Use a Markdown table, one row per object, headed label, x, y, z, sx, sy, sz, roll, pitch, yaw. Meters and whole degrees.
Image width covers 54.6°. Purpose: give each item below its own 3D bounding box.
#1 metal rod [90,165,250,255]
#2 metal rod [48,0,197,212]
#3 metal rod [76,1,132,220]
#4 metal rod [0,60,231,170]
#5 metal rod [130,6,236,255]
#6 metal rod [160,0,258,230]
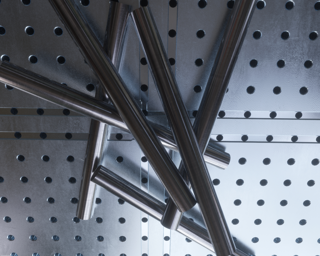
| label | x | y | z | sx | sy | sz | roll | pitch | yaw |
| --- | --- | --- | --- | --- | --- | --- | --- | --- | --- |
| metal rod | 0.033 | 0.142 | 0.453 | 0.301 | 0.025 | 0.025 | 35 | 106 | -17 |
| metal rod | -0.044 | -0.033 | 0.362 | 0.025 | 0.025 | 0.299 | -31 | 94 | 10 |
| metal rod | -0.078 | -0.008 | 0.409 | 0.025 | 0.025 | 0.298 | 12 | 110 | -5 |
| metal rod | -0.043 | -0.008 | 0.387 | 0.302 | 0.025 | 0.025 | 22 | 109 | -17 |
| metal rod | 0.027 | 0.004 | 0.364 | 0.025 | 0.025 | 0.299 | -20 | 90 | 7 |
| metal rod | 0.057 | -0.014 | 0.382 | 0.025 | 0.025 | 0.298 | 17 | 99 | -6 |
